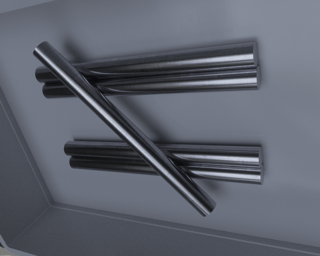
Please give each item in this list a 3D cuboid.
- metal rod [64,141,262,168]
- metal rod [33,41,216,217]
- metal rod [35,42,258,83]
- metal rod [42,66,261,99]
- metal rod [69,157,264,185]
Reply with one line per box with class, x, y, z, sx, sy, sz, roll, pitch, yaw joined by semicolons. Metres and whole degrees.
metal rod;-0.014;0.034;0.435;0.300;0.025;0.025;0;119;28
metal rod;-0.043;0.003;0.400;0.300;0.025;0.025;44;129;-3
metal rod;-0.037;-0.075;0.379;0.300;0.025;0.025;1;119;27
metal rod;-0.031;-0.053;0.390;0.300;0.025;0.025;1;119;27
metal rod;-0.009;0.056;0.445;0.300;0.025;0.025;0;119;28
